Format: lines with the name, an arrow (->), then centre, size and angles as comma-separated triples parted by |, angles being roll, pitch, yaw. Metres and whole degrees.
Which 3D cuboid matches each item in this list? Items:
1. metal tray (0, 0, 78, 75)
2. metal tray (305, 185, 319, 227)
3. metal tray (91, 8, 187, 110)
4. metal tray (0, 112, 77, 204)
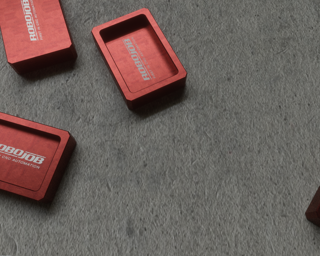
metal tray -> -0.185, -0.151, 0.459 | 0.091, 0.030, 0.130 | -18, 71, -7
metal tray -> 0.251, 0.079, 0.378 | 0.090, 0.030, 0.130 | 34, 73, 11
metal tray -> -0.030, -0.101, 0.441 | 0.091, 0.030, 0.130 | -25, 72, -9
metal tray -> -0.185, 0.033, 0.391 | 0.131, 0.030, 0.090 | 16, 71, 5
